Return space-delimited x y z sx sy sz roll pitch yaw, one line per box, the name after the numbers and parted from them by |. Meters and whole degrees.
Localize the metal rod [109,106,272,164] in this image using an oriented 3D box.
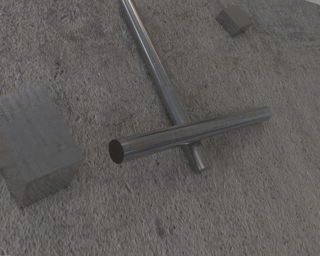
0.065 0.000 0.408 0.302 0.025 0.025 -12 68 -43 | metal rod

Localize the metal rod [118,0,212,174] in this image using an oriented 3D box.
0.001 -0.076 0.449 0.025 0.025 0.299 -10 67 -33 | metal rod

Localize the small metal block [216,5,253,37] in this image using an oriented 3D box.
0.147 -0.212 0.612 0.050 0.025 0.050 -31 79 -38 | small metal block

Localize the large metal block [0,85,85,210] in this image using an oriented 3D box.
-0.121 0.020 0.291 0.050 0.080 0.080 -23 75 -36 | large metal block
